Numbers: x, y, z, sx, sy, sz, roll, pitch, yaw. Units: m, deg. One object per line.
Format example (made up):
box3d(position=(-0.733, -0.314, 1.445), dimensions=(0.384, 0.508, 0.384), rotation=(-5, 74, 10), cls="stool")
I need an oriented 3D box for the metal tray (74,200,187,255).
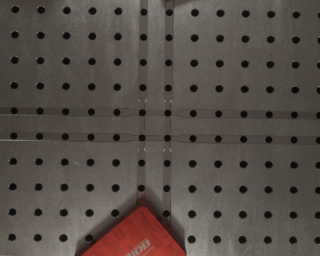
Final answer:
box3d(position=(-0.042, 0.171, 0.411), dimensions=(0.130, 0.030, 0.090), rotation=(-40, 91, -1), cls="metal tray")
